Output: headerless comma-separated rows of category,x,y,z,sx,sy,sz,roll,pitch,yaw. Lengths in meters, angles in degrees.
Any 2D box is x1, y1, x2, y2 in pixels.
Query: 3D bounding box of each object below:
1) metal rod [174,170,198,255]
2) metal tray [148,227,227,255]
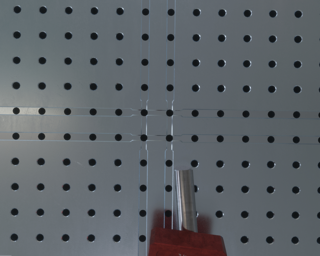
metal rod,0.041,0.203,0.389,0.025,0.025,0.298,-4,80,0
metal tray,0.026,0.193,0.390,0.091,0.030,0.129,8,109,0
